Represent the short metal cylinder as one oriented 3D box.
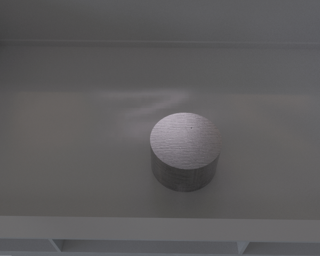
[{"bbox_3d":[0.029,0.028,0.366,0.080,0.050,0.080,0,50,0],"label":"short metal cylinder"}]
